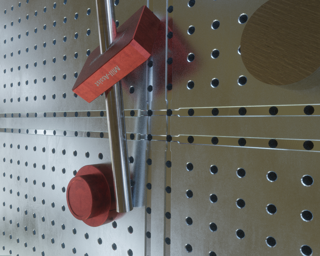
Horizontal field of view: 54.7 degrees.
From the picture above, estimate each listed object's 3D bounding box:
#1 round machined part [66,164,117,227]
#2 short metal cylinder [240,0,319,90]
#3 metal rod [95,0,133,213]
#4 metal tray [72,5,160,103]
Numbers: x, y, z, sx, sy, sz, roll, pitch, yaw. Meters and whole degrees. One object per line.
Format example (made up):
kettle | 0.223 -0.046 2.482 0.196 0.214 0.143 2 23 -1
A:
round machined part | -0.111 0.108 0.490 0.098 0.042 0.097 0 90 40
short metal cylinder | 0.124 -0.077 0.291 0.080 0.050 0.080 0 90 40
metal rod | -0.064 -0.029 0.438 0.025 0.025 0.298 0 97 40
metal tray | -0.061 -0.099 0.425 0.130 0.030 0.090 -28 36 36
